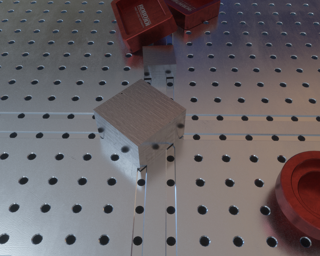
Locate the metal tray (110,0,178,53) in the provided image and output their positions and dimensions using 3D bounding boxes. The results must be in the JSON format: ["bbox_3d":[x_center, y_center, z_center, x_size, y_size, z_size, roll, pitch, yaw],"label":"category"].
[{"bbox_3d":[-0.031,-0.201,0.551,0.090,0.030,0.130,-25,52,7],"label":"metal tray"}]

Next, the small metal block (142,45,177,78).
[{"bbox_3d":[-0.001,-0.107,0.498,0.050,0.025,0.050,-3,50,-3],"label":"small metal block"}]

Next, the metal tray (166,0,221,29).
[{"bbox_3d":[0.043,-0.251,0.614,0.091,0.030,0.130,-32,57,-24],"label":"metal tray"}]

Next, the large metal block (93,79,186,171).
[{"bbox_3d":[-0.025,-0.007,0.397,0.080,0.050,0.080,37,59,27],"label":"large metal block"}]

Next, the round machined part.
[{"bbox_3d":[0.174,0.076,0.334,0.099,0.042,0.098,0,50,0],"label":"round machined part"}]
